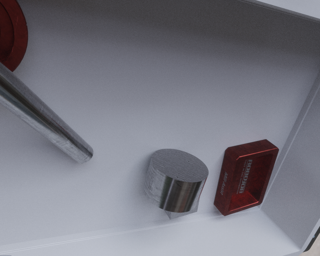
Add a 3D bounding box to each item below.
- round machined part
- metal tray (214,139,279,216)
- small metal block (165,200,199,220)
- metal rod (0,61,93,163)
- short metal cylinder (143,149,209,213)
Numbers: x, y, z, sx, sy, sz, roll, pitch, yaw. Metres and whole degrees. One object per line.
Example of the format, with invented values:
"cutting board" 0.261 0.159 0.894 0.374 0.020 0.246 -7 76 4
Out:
"round machined part" -0.164 -0.085 0.255 0.099 0.042 0.097 -14 125 -21
"metal tray" 0.150 0.088 0.544 0.091 0.030 0.129 -9 123 -24
"small metal block" 0.036 0.116 0.502 0.050 0.025 0.050 -9 123 -24
"metal rod" -0.123 -0.032 0.248 0.025 0.025 0.299 -35 153 -5
"short metal cylinder" 0.021 0.071 0.430 0.081 0.080 0.050 1 118 -30
